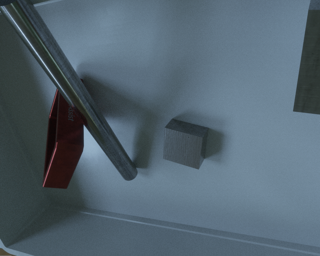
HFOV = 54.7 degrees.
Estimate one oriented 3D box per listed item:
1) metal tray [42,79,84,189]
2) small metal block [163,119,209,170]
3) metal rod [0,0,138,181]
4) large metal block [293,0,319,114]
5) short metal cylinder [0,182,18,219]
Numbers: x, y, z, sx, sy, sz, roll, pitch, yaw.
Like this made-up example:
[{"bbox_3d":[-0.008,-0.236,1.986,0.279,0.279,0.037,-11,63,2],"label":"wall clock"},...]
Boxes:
[{"bbox_3d":[-0.129,0.003,0.413,0.030,0.130,0.089,11,134,-25],"label":"metal tray"},{"bbox_3d":[0.033,0.021,0.403,0.050,0.025,0.050,15,125,19],"label":"small metal block"},{"bbox_3d":[-0.083,-0.017,0.361,0.025,0.025,0.299,9,148,23],"label":"metal rod"},{"bbox_3d":[0.146,-0.063,0.257,0.050,0.080,0.079,9,122,23],"label":"large metal block"},{"bbox_3d":[-0.353,0.158,0.656,0.050,0.080,0.080,37,129,3],"label":"short metal cylinder"}]
